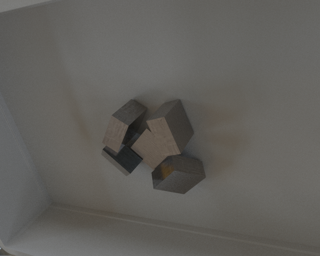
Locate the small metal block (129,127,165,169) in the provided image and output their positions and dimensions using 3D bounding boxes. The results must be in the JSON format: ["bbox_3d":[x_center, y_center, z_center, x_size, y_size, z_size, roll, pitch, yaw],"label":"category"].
[{"bbox_3d":[-0.006,0.025,0.423,0.050,0.025,0.050,41,129,0],"label":"small metal block"}]

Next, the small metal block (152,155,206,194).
[{"bbox_3d":[0.024,0.063,0.415,0.050,0.025,0.050,16,135,-29],"label":"small metal block"}]

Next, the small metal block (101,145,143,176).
[{"bbox_3d":[-0.056,0.042,0.445,0.050,0.025,0.050,41,162,-1],"label":"small metal block"}]

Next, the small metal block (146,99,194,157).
[{"bbox_3d":[0.014,-0.001,0.381,0.025,0.050,0.050,-12,112,32],"label":"small metal block"}]

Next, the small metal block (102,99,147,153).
[{"bbox_3d":[-0.047,-0.003,0.411,0.025,0.050,0.050,32,128,7],"label":"small metal block"}]
